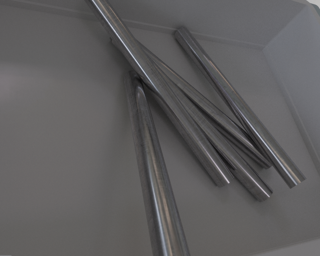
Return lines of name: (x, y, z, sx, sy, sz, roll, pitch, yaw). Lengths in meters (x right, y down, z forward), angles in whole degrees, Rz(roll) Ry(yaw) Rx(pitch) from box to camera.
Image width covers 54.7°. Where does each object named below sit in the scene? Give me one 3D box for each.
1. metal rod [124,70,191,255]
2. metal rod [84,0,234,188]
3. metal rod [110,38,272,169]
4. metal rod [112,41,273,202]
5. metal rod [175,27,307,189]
metal rod: (-0.013, 0.017, 0.309, 0.025, 0.025, 0.300, 14, 31, -21)
metal rod: (0.000, -0.050, 0.405, 0.025, 0.025, 0.299, -37, 92, -38)
metal rod: (0.050, -0.044, 0.458, 0.300, 0.025, 0.025, 40, 51, -1)
metal rod: (0.044, -0.017, 0.428, 0.300, 0.025, 0.025, 47, 51, 1)
metal rod: (0.110, -0.043, 0.467, 0.025, 0.025, 0.299, -16, 63, -35)
